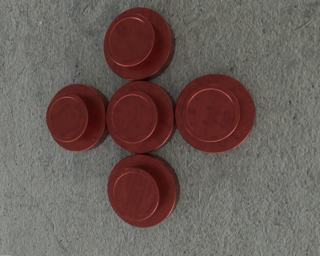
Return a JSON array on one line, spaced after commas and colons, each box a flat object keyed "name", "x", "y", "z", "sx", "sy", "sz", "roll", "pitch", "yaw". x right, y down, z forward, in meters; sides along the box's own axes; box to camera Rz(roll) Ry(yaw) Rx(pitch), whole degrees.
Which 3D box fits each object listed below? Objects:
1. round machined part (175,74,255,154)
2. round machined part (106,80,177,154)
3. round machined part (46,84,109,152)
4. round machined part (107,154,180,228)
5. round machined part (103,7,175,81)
[{"name": "round machined part", "x": 0.065, "y": -0.017, "z": 0.378, "sx": 0.098, "sy": 0.042, "sz": 0.097, "roll": 0, "pitch": 90, "yaw": 19}, {"name": "round machined part", "x": -0.028, "y": -0.015, "z": 0.410, "sx": 0.098, "sy": 0.042, "sz": 0.097, "roll": 0, "pitch": 90, "yaw": 19}, {"name": "round machined part", "x": -0.121, "y": -0.014, "z": 0.443, "sx": 0.098, "sy": 0.042, "sz": 0.097, "roll": 0, "pitch": 90, "yaw": 19}, {"name": "round machined part", "x": -0.026, "y": 0.083, "z": 0.409, "sx": 0.098, "sy": 0.042, "sz": 0.097, "roll": 0, "pitch": 90, "yaw": 19}, {"name": "round machined part", "x": -0.032, "y": -0.112, "z": 0.412, "sx": 0.098, "sy": 0.042, "sz": 0.097, "roll": 0, "pitch": 90, "yaw": 19}]
